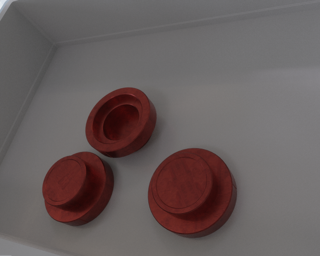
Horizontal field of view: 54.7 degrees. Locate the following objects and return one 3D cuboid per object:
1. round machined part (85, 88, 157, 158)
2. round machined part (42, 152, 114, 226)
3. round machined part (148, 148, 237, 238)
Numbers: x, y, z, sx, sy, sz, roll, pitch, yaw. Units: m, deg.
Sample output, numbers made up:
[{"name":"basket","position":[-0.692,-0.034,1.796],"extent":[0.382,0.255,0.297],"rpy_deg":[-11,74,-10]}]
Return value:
[{"name":"round machined part","position":[-0.049,-0.004,0.423],"extent":[0.098,0.042,0.098],"rpy_deg":[-13,56,21]},{"name":"round machined part","position":[-0.114,0.075,0.409],"extent":[0.098,0.042,0.098],"rpy_deg":[-13,56,21]},{"name":"round machined part","position":[0.030,0.066,0.339],"extent":[0.098,0.042,0.098],"rpy_deg":[-13,56,21]}]
